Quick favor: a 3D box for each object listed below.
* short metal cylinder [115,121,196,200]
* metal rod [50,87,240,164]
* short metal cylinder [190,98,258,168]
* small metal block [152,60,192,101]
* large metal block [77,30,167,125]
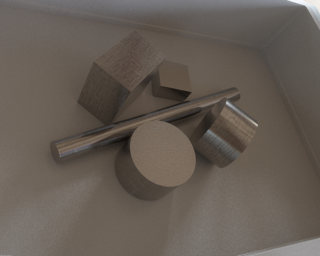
[{"bbox_3d":[-0.006,0.038,0.362,0.081,0.050,0.080,14,56,-21],"label":"short metal cylinder"},{"bbox_3d":[0.005,-0.014,0.417,0.302,0.025,0.025,-19,72,-36],"label":"metal rod"},{"bbox_3d":[0.082,0.006,0.412,0.050,0.080,0.080,37,51,-4],"label":"short metal cylinder"},{"bbox_3d":[0.016,-0.071,0.457,0.050,0.025,0.050,8,58,-24],"label":"small metal block"},{"bbox_3d":[-0.048,-0.060,0.381,0.050,0.080,0.080,40,51,-2],"label":"large metal block"}]
